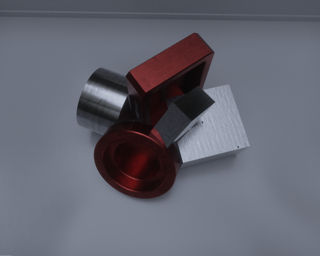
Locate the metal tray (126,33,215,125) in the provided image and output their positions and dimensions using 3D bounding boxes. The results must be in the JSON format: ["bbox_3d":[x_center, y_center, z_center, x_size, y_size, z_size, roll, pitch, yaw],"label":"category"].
[{"bbox_3d":[0.010,-0.045,0.369,0.090,0.130,0.030,-33,75,-12],"label":"metal tray"}]

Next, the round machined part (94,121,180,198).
[{"bbox_3d":[-0.024,0.033,0.367,0.098,0.097,0.042,19,36,6],"label":"round machined part"}]

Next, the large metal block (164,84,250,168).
[{"bbox_3d":[0.055,-0.001,0.388,0.081,0.050,0.080,-13,75,-5],"label":"large metal block"}]

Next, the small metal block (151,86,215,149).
[{"bbox_3d":[0.024,-0.012,0.327,0.025,0.050,0.050,46,44,7],"label":"small metal block"}]

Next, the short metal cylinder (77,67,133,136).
[{"bbox_3d":[-0.061,-0.030,0.389,0.050,0.080,0.080,21,71,7],"label":"short metal cylinder"}]
